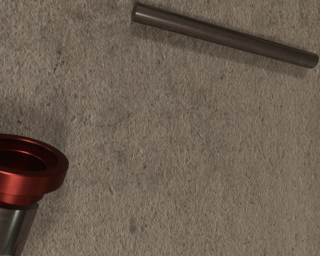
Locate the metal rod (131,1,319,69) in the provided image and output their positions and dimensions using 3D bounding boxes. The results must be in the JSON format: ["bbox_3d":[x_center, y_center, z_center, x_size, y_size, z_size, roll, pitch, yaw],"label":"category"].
[{"bbox_3d":[0.107,-0.129,0.449,0.302,0.025,0.025,8,87,-20],"label":"metal rod"}]

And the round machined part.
[{"bbox_3d":[-0.149,0.045,0.318,0.099,0.098,0.042,16,103,-20],"label":"round machined part"}]

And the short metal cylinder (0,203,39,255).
[{"bbox_3d":[-0.173,0.094,0.316,0.081,0.080,0.050,20,84,-19],"label":"short metal cylinder"}]
